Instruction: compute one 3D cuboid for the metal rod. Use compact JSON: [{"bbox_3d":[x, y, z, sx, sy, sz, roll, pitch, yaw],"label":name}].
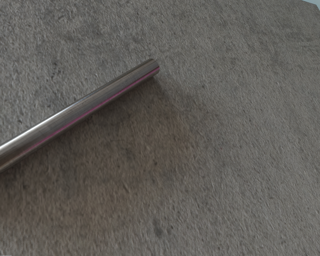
[{"bbox_3d":[-0.101,-0.015,0.359,0.025,0.025,0.302,47,51,4],"label":"metal rod"}]
